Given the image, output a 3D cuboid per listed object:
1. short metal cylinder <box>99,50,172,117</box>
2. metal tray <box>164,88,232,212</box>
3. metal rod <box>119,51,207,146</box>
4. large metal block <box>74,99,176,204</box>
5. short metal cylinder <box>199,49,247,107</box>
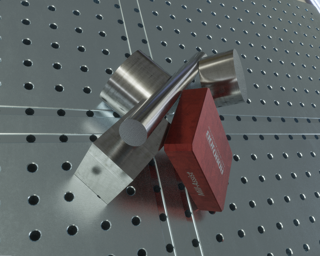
[{"bbox_3d":[-0.030,-0.051,0.388,0.050,0.080,0.080,40,51,-2],"label":"short metal cylinder"},{"bbox_3d":[0.052,0.028,0.366,0.130,0.030,0.090,61,37,-41],"label":"metal tray"},{"bbox_3d":[0.023,-0.056,0.387,0.025,0.025,0.301,40,30,-2],"label":"metal rod"},{"bbox_3d":[-0.038,0.026,0.337,0.050,0.080,0.080,43,51,1],"label":"large metal block"},{"bbox_3d":[0.096,-0.073,0.465,0.080,0.050,0.080,40,45,-55],"label":"short metal cylinder"}]
